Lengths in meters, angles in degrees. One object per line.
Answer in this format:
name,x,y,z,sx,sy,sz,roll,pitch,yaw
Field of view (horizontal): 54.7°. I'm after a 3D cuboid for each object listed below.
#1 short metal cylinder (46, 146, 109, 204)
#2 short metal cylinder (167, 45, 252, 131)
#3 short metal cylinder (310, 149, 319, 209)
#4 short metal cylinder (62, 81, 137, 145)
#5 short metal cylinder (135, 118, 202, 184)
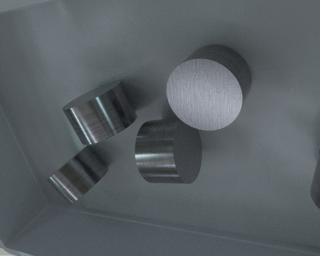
short metal cylinder,-0.127,0.071,0.482,0.080,0.080,0.050,-34,99,38
short metal cylinder,0.054,-0.044,0.336,0.080,0.050,0.079,13,124,20
short metal cylinder,0.195,0.051,0.302,0.080,0.080,0.050,10,123,22
short metal cylinder,-0.076,-0.021,0.399,0.080,0.080,0.050,-12,112,33
short metal cylinder,0.013,0.028,0.383,0.050,0.080,0.080,-5,116,30
